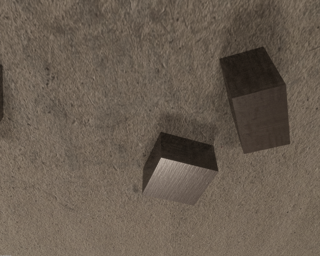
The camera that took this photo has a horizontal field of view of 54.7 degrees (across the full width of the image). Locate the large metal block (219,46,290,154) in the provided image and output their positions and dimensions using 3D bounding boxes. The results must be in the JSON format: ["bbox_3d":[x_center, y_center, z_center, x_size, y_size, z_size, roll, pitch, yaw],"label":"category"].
[{"bbox_3d":[0.105,-0.031,0.346,0.050,0.080,0.080,-14,129,11],"label":"large metal block"}]

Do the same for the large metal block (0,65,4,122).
[{"bbox_3d":[-0.233,-0.037,0.356,0.081,0.050,0.079,13,129,-11],"label":"large metal block"}]

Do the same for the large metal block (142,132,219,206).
[{"bbox_3d":[0.026,0.060,0.442,0.081,0.050,0.079,15,129,-13],"label":"large metal block"}]
